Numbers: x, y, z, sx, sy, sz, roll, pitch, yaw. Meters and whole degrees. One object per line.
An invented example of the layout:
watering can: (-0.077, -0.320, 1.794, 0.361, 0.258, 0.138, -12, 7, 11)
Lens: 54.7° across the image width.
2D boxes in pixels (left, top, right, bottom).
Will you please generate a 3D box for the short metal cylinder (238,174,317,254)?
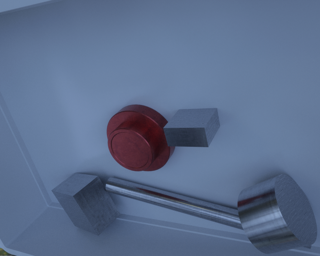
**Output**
short metal cylinder: (0.137, 0.101, 0.363, 0.050, 0.080, 0.080, -35, 99, 38)

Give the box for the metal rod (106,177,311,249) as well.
metal rod: (0.056, 0.117, 0.450, 0.301, 0.025, 0.025, 10, 123, 22)

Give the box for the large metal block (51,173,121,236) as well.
large metal block: (-0.124, 0.125, 0.520, 0.080, 0.050, 0.080, -4, 118, 48)

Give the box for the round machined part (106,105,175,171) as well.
round machined part: (-0.032, 0.020, 0.426, 0.098, 0.042, 0.097, 13, 124, 20)

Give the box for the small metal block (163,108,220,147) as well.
small metal block: (0.039, -0.001, 0.370, 0.050, 0.050, 0.025, 0, 118, 28)
